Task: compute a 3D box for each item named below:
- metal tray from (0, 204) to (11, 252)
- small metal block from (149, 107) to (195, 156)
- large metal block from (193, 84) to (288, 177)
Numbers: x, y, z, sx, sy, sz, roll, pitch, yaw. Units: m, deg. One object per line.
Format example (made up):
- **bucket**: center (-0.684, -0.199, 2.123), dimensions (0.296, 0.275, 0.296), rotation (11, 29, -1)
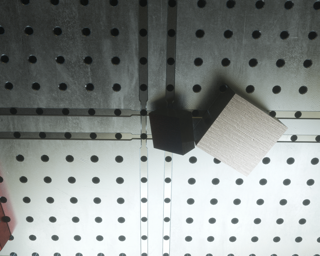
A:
- **metal tray**: center (-0.285, 0.123, 0.453), dimensions (0.091, 0.030, 0.129), rotation (-6, 110, 2)
- **small metal block**: center (0.015, 0.003, 0.400), dimensions (0.050, 0.025, 0.050), rotation (11, 117, 41)
- **large metal block**: center (0.100, 0.003, 0.402), dimensions (0.080, 0.050, 0.080), rotation (31, 107, -11)
